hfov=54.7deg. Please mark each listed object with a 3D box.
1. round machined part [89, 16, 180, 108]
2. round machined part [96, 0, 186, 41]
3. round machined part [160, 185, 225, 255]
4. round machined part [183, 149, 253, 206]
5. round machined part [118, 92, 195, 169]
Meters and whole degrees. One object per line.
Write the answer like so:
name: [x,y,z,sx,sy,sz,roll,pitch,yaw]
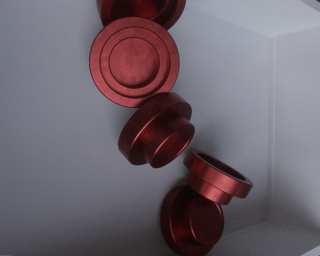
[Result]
round machined part: [-0.031,-0.074,0.354,0.099,0.042,0.097,-3,103,-13]
round machined part: [-0.024,-0.148,0.351,0.099,0.098,0.042,2,57,-40]
round machined part: [0.051,0.127,0.428,0.099,0.042,0.098,14,68,-38]
round machined part: [0.075,0.071,0.430,0.099,0.098,0.042,23,99,-38]
round machined part: [0.003,0.009,0.365,0.099,0.042,0.098,-36,154,-20]
